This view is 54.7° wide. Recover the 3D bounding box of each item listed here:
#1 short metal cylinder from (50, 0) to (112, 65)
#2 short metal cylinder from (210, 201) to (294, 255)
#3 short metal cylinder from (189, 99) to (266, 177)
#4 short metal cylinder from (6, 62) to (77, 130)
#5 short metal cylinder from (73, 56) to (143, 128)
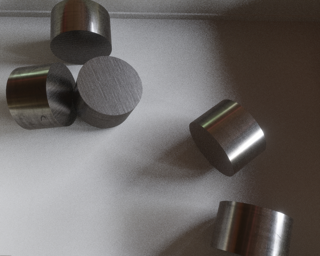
[{"bbox_3d":[-0.108,-0.130,0.427,0.081,0.080,0.050,-6,70,-3],"label":"short metal cylinder"},{"bbox_3d":[0.100,0.116,0.339,0.080,0.080,0.050,15,71,5],"label":"short metal cylinder"},{"bbox_3d":[0.081,0.012,0.377,0.050,0.080,0.080,-35,74,-12],"label":"short metal cylinder"},{"bbox_3d":[-0.144,-0.039,0.389,0.050,0.080,0.080,-5,70,11],"label":"short metal cylinder"},{"bbox_3d":[-0.069,-0.045,0.399,0.081,0.050,0.080,8,69,-20],"label":"short metal cylinder"}]
